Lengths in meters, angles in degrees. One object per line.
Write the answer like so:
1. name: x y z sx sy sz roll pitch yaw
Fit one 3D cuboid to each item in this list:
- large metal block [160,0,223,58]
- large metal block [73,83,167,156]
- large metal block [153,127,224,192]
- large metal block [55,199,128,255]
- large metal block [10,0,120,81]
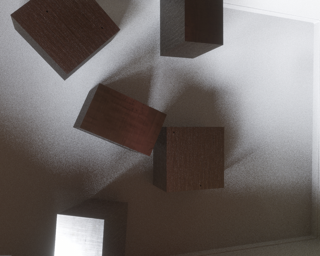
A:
1. large metal block: 0.038 -0.138 0.396 0.050 0.080 0.079 0 90 -20
2. large metal block: -0.050 -0.008 0.363 0.080 0.080 0.050 24 82 -19
3. large metal block: 0.037 0.038 0.412 0.081 0.050 0.079 0 90 -21
4. large metal block: -0.074 0.129 0.347 0.050 0.080 0.079 3 89 11
5. large metal block: -0.107 -0.114 0.358 0.080 0.050 0.080 -46 105 -15
